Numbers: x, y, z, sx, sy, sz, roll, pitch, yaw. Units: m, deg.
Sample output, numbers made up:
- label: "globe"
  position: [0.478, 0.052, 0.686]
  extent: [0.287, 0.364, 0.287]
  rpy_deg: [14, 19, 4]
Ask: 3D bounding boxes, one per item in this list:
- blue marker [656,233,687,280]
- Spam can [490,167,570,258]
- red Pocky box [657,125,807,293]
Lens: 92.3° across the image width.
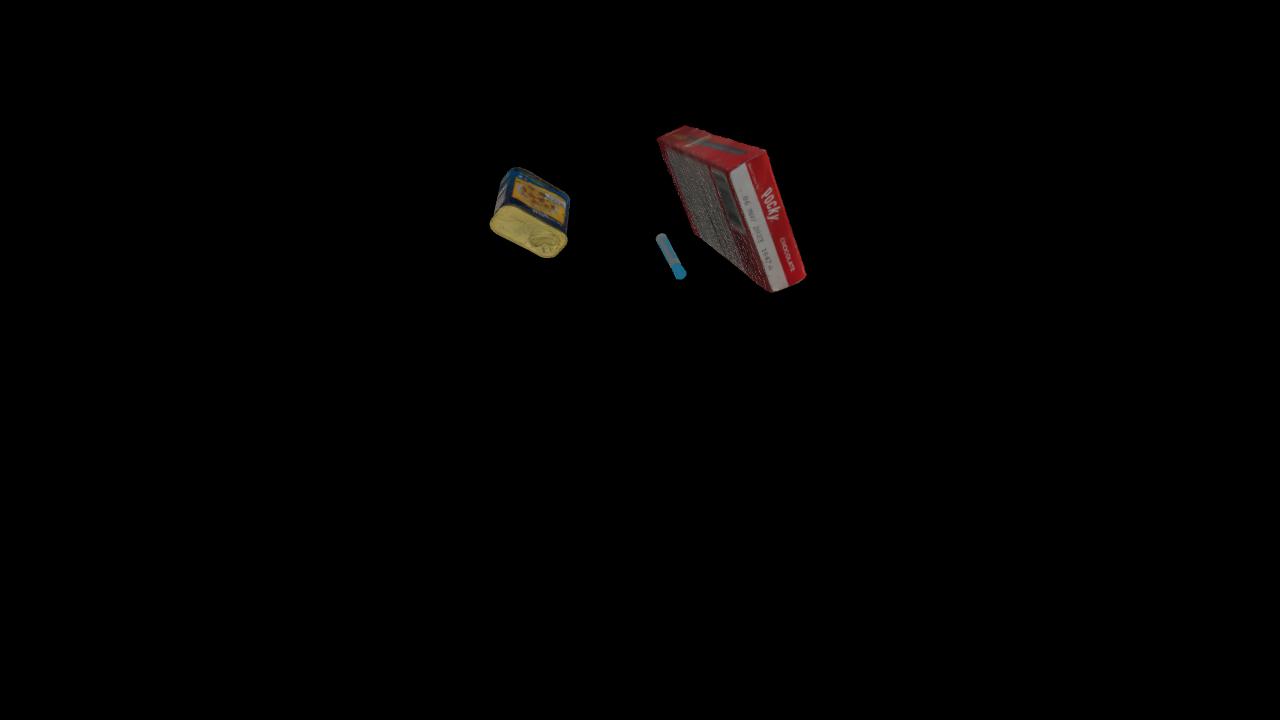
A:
- label: "blue marker"
  position: [0.049, -0.164, 0.973]
  extent: [0.020, 0.020, 0.121]
  rpy_deg: [0, 39, -17]
- label: "Spam can"
  position: [-0.145, -0.200, 0.833]
  extent: [0.101, 0.085, 0.058]
  rpy_deg: [25, -42, -31]
- label: "red Pocky box"
  position: [0.055, -0.107, 0.411]
  extent: [0.028, 0.083, 0.155]
  rpy_deg: [-28, 29, 0]
